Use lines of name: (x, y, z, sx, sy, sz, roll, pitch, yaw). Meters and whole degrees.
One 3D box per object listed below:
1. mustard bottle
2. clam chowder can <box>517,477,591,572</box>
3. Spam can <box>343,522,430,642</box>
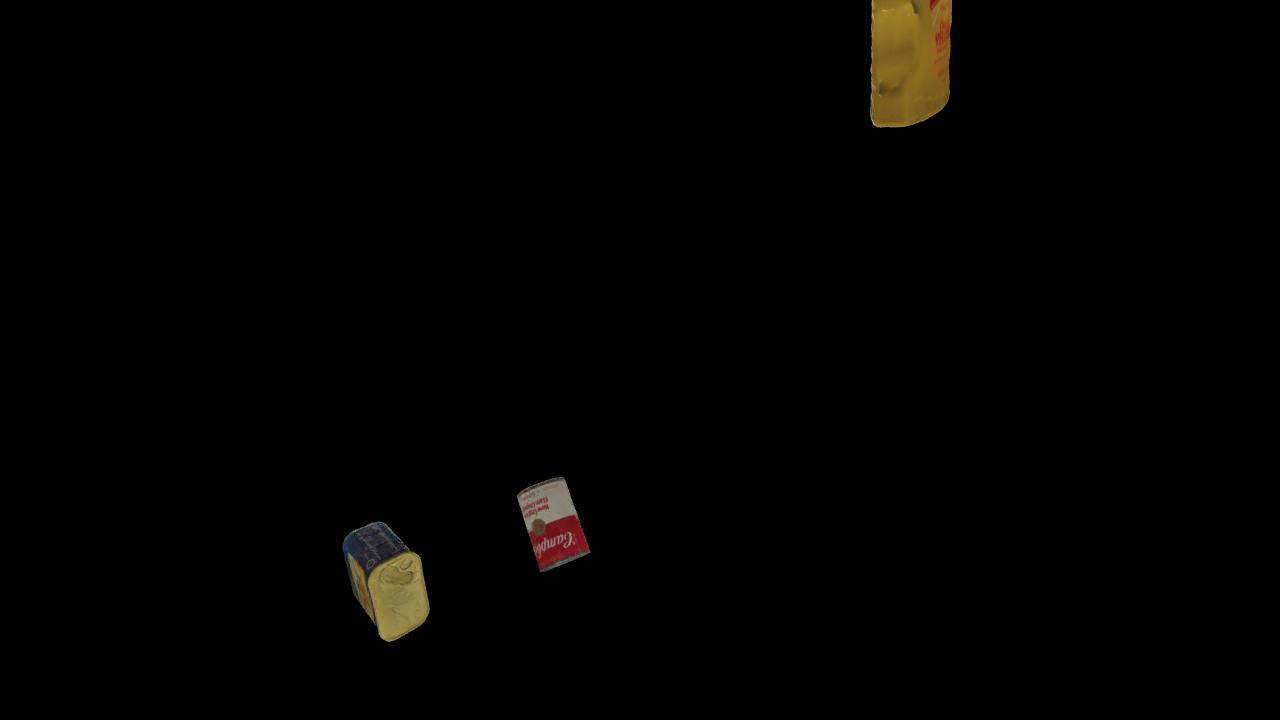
mustard bottle: (0.200, -0.277, 0.454, 0.054, 0.184, 0.092, 21, 48, 42)
clam chowder can: (-0.112, 0.210, 0.790, 0.068, 0.102, 0.068, -20, -17, -7)
Spam can: (-0.285, 0.244, 0.687, 0.058, 0.101, 0.085, -19, 27, -40)
